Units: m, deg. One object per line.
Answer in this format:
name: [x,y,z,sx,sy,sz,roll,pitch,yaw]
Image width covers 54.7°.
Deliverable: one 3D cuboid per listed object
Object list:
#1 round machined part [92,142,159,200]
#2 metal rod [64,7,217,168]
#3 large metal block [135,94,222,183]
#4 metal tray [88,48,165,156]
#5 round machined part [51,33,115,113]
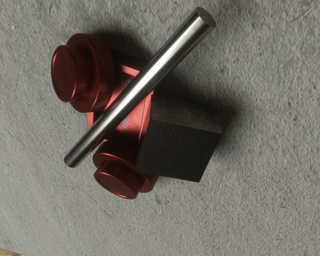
round machined part: [-0.055,0.067,0.445,0.098,0.042,0.098,20,148,14]
metal rod: [-0.046,-0.026,0.378,0.025,0.025,0.299,46,129,-4]
large metal block: [0.019,0.014,0.372,0.081,0.050,0.079,12,127,-8]
metal tray: [-0.049,-0.030,0.412,0.090,0.030,0.129,22,127,14]
round machined part: [-0.101,-0.067,0.383,0.098,0.042,0.097,12,106,47]
